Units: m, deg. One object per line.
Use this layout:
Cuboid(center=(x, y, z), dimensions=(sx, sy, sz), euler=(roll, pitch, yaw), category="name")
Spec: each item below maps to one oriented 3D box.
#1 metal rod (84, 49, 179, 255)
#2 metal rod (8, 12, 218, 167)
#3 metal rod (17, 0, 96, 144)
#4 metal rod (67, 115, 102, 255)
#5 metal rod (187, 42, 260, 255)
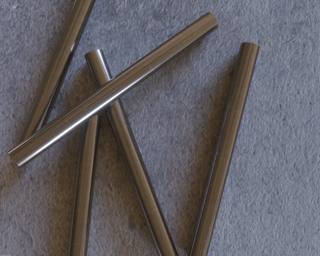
Cuboid(center=(-0.036, 0.042, 0.409), dimensions=(0.025, 0.025, 0.299), euler=(-20, 90, 0), category="metal rod")
Cuboid(center=(-0.050, -0.053, 0.386), dimensions=(0.301, 0.025, 0.025), euler=(-37, 90, -10), category="metal rod")
Cuboid(center=(-0.123, -0.107, 0.408), dimensions=(0.025, 0.025, 0.299), euler=(22, 90, -1), category="metal rod")
Cuboid(center=(-0.105, 0.131, 0.408), dimensions=(0.025, 0.025, 0.298), euler=(6, 90, -1), category="metal rod")
Cuboid(center=(0.083, 0.035, 0.411), dimensions=(0.025, 0.025, 0.298), euler=(14, 90, -1), category="metal rod")
